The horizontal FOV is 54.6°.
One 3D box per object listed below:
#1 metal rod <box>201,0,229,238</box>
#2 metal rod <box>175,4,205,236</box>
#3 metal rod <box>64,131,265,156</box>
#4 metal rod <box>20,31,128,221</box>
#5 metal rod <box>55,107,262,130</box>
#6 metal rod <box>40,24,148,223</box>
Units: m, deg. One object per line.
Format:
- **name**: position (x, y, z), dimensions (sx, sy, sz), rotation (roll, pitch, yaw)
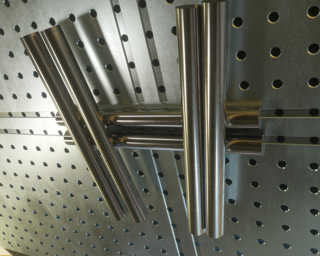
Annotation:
- **metal rod**: position (0.063, 0.013, 0.355), dimensions (0.025, 0.025, 0.298), rotation (9, 122, 24)
- **metal rod**: position (0.040, 0.014, 0.368), dimensions (0.025, 0.025, 0.298), rotation (9, 122, 24)
- **metal rod**: position (-0.013, 0.017, 0.430), dimensions (0.300, 0.025, 0.025), rotation (1, 119, 27)
- **metal rod**: position (-0.115, 0.011, 0.448), dimensions (0.025, 0.025, 0.299), rotation (-8, 114, 32)
- **metal rod**: position (-0.021, -0.013, 0.415), dimensions (0.300, 0.025, 0.025), rotation (1, 119, 27)
- **metal rod**: position (-0.082, 0.009, 0.429), dimensions (0.025, 0.025, 0.299), rotation (-8, 115, 32)
